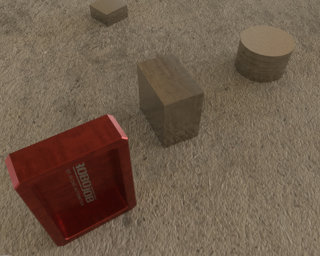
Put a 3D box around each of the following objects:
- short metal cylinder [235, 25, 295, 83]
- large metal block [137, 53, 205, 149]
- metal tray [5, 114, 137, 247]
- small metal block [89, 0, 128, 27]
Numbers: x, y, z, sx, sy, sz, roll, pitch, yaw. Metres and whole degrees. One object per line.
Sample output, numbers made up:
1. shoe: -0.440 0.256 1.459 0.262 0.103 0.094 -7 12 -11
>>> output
1. short metal cylinder: 0.162 -0.117 0.487 0.081 0.050 0.080 0 50 0
2. large metal block: 0.011 -0.035 0.397 0.050 0.080 0.080 -19 53 -16
3. metal tray: -0.072 0.054 0.289 0.091 0.129 0.030 -25 55 -19
4. small metal block: -0.097 -0.223 0.590 0.050 0.025 0.050 36 59 26
